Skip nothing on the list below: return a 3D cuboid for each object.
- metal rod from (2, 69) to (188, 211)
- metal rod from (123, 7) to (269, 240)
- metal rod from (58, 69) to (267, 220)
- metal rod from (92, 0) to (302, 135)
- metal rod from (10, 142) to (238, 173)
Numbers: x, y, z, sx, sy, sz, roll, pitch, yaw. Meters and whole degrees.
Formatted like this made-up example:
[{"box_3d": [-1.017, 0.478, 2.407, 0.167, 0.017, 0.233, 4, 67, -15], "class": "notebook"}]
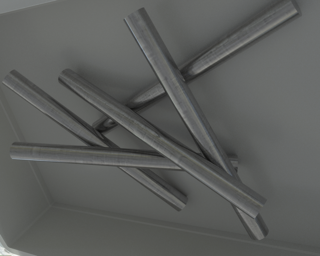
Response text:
[{"box_3d": [-0.083, 0.023, 0.436, 0.301, 0.025, 0.025, 38, 130, -10], "class": "metal rod"}, {"box_3d": [0.049, 0.007, 0.353, 0.025, 0.025, 0.299, -21, 107, 36], "class": "metal rod"}, {"box_3d": [-0.013, 0.007, 0.373, 0.300, 0.025, 0.025, 33, 130, 21], "class": "metal rod"}, {"box_3d": [0.015, -0.055, 0.366, 0.299, 0.025, 0.025, -28, 103, 37], "class": "metal rod"}, {"box_3d": [-0.053, 0.039, 0.410, 0.301, 0.025, 0.025, 3, 121, 8], "class": "metal rod"}]
